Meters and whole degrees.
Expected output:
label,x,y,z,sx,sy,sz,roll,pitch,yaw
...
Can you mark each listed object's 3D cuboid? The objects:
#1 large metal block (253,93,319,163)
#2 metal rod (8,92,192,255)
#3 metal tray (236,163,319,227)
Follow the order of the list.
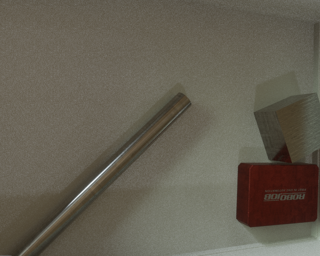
label,x,y,z,sx,sy,sz,roll,pitch,yaw
large metal block,0.202,-0.001,0.474,0.081,0.050,0.080,-22,98,-19
metal rod,-0.070,0.062,0.385,0.301,0.025,0.025,-44,104,-15
metal tray,0.183,0.100,0.478,0.131,0.030,0.089,2,89,-21
